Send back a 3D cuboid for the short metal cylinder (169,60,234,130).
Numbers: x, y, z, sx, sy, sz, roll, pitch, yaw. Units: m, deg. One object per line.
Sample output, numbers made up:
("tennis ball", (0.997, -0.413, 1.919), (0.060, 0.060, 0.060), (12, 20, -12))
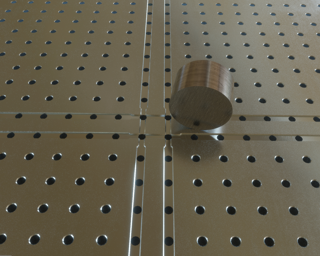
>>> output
("short metal cylinder", (0.056, -0.042, 0.408), (0.080, 0.080, 0.050), (9, 51, 7))
